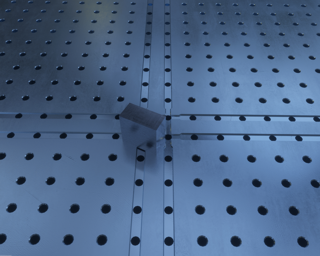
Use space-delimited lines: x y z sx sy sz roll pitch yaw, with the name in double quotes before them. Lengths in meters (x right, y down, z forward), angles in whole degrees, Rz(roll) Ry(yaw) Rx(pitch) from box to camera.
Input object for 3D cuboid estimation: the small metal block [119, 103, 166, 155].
"small metal block" -0.021 0.002 0.390 0.050 0.050 0.025 21 53 16
